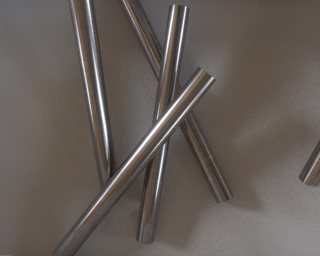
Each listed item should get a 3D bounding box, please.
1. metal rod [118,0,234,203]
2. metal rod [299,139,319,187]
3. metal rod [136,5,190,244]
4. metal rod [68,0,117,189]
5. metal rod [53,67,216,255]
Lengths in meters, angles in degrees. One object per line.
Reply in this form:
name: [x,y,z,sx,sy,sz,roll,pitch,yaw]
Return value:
metal rod: [0.021,-0.041,0.411,0.025,0.025,0.299,-26,90,0]
metal rod: [0.237,-0.058,0.352,0.025,0.025,0.298,17,115,0]
metal rod: [0.002,0.001,0.392,0.025,0.025,0.298,8,97,0]
metal rod: [-0.075,-0.054,0.350,0.025,0.025,0.298,-4,115,0]
metal rod: [-0.038,0.053,0.378,0.025,0.025,0.299,39,101,0]
